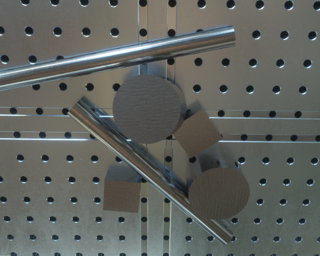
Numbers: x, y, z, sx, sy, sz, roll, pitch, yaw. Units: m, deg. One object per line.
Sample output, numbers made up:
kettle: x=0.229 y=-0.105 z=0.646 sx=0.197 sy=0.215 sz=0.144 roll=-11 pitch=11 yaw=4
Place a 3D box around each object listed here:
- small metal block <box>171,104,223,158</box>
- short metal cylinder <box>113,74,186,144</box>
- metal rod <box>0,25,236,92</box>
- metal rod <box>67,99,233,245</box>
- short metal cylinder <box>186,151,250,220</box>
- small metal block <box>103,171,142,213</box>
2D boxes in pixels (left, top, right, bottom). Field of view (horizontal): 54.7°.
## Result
small metal block: x=0.047 y=0.004 z=0.415 sx=0.050 sy=0.025 sz=0.050 roll=-33 pitch=107 yaw=11
short metal cylinder: x=-0.011 y=-0.023 z=0.378 sx=0.080 sy=0.050 sz=0.079 roll=1 pitch=95 yaw=12
metal rod: x=-0.060 y=-0.084 z=0.381 sx=0.302 sy=0.025 sz=0.025 roll=-10 pitch=110 yaw=3
metal rod: x=-0.005 y=0.070 z=0.439 sx=0.300 sy=0.025 sz=0.025 roll=42 pitch=105 yaw=-14
short metal cylinder: x=0.078 y=0.079 z=0.430 sx=0.081 sy=0.050 sz=0.079 roll=0 pitch=110 yaw=0
small metal block: x=-0.054 y=0.092 z=0.447 sx=0.050 sy=0.025 sz=0.050 roll=5 pitch=110 yaw=-2
